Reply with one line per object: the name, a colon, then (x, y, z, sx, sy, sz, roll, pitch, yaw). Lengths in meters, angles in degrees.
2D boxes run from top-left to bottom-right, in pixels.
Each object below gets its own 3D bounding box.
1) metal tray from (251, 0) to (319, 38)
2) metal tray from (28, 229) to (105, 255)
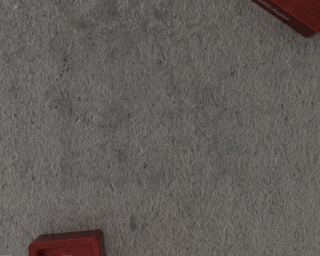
metal tray: (0.176, -0.193, 0.409, 0.130, 0.030, 0.090, 34, 90, 0)
metal tray: (-0.116, 0.206, 0.406, 0.091, 0.030, 0.129, -5, 90, 0)
